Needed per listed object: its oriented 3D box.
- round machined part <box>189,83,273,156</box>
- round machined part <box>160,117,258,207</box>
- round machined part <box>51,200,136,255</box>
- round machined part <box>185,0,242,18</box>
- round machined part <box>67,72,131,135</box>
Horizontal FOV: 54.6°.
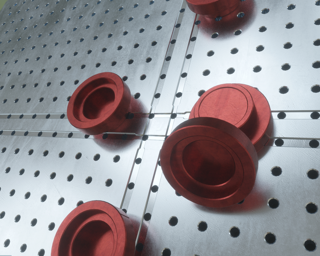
[{"bbox_3d":[0.079,-0.013,0.365,0.098,0.042,0.098,-13,56,21],"label":"round machined part"},{"bbox_3d":[0.053,0.032,0.327,0.098,0.098,0.042,-3,25,27],"label":"round machined part"},{"bbox_3d":[-0.070,0.136,0.352,0.098,0.042,0.098,-13,56,21],"label":"round machined part"},{"bbox_3d":[0.089,-0.211,0.481,0.098,0.042,0.098,-13,56,21],"label":"round machined part"},{"bbox_3d":[-0.086,-0.032,0.463,0.098,0.042,0.098,-13,56,21],"label":"round machined part"}]
